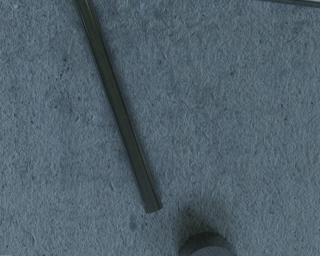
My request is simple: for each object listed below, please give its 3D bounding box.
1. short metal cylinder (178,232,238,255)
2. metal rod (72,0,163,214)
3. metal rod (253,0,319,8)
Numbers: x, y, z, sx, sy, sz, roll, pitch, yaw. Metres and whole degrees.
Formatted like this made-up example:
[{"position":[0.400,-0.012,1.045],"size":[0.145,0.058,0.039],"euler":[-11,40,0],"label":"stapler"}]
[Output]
[{"position":[0.065,0.182,0.398],"size":[0.081,0.050,0.080],"euler":[0,90,0],"label":"short metal cylinder"},{"position":[-0.056,-0.033,0.409],"size":[0.025,0.025,0.299],"euler":[-19,90,0],"label":"metal rod"},{"position":[0.167,-0.178,0.411],"size":[0.302,0.025,0.025],"euler":[7,90,-1],"label":"metal rod"}]
